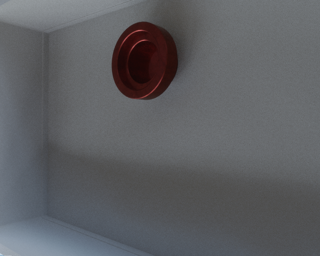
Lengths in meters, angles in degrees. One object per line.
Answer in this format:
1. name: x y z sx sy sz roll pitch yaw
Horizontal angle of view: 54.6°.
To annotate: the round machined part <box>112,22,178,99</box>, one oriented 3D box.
1. round machined part: -0.016 -0.086 0.410 0.098 0.042 0.097 0 90 40
